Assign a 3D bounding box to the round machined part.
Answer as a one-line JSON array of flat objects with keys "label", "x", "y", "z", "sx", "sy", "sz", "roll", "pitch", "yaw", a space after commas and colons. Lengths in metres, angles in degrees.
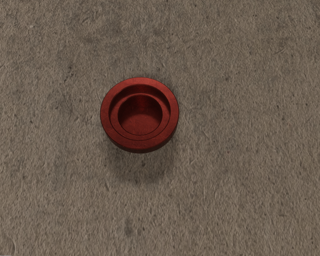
[{"label": "round machined part", "x": -0.025, "y": -0.013, "z": 0.404, "sx": 0.099, "sy": 0.042, "sz": 0.098, "roll": 0, "pitch": 70, "yaw": -1}]
